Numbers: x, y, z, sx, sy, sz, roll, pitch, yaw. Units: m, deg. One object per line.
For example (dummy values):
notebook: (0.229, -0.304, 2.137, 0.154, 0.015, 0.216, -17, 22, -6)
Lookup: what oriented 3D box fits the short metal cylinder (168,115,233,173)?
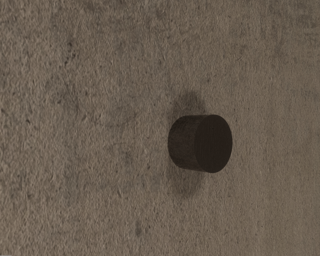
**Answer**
short metal cylinder: (0.058, 0.021, 0.439, 0.081, 0.050, 0.079, 0, 90, -40)
